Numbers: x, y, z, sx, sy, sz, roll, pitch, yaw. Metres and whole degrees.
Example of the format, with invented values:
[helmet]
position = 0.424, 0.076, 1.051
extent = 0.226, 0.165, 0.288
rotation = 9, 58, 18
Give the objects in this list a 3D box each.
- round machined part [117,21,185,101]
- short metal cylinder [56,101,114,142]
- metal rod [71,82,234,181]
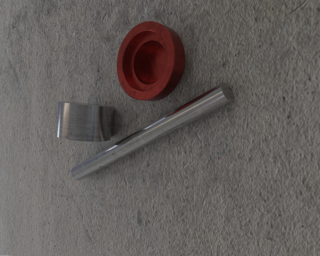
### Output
[round machined part]
position = -0.007, -0.083, 0.400
extent = 0.098, 0.042, 0.097
rotation = 0, 90, 40
[short metal cylinder]
position = -0.111, -0.011, 0.461
extent = 0.080, 0.081, 0.050
rotation = 10, 97, 39
[metal rod]
position = -0.031, 0.018, 0.430
extent = 0.299, 0.025, 0.025
rotation = -29, 72, 36
